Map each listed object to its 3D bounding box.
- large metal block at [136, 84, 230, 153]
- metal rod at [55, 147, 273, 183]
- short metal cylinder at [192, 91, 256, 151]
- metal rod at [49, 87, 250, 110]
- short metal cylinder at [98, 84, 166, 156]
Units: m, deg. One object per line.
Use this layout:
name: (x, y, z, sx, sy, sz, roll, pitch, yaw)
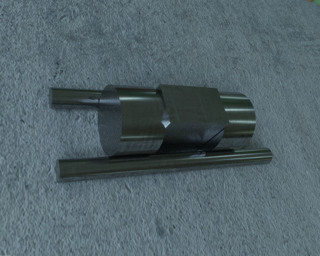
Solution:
large metal block: (0.024, -0.009, 0.385, 0.081, 0.080, 0.050, 0, 62, -28)
metal rod: (0.027, 0.043, 0.393, 0.303, 0.025, 0.025, -1, 62, -29)
short metal cylinder: (0.081, -0.010, 0.419, 0.050, 0.080, 0.080, -1, 62, -29)
metal rod: (0.006, -0.036, 0.431, 0.303, 0.025, 0.025, -1, 62, -29)
short metal cylinder: (-0.035, -0.009, 0.356, 0.050, 0.080, 0.080, -1, 62, -29)
